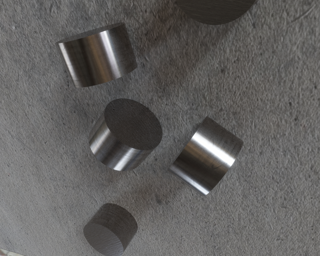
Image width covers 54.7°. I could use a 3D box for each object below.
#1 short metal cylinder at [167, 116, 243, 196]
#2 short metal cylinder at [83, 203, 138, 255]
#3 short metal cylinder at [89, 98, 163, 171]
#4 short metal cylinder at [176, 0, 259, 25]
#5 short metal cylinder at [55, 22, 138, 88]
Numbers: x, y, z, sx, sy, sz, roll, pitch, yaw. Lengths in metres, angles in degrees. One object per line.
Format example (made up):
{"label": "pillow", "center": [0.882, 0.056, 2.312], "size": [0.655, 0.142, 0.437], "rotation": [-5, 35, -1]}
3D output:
{"label": "short metal cylinder", "center": [0.052, 0.032, 0.364], "size": [0.050, 0.080, 0.079], "rotation": [36, 129, 4]}
{"label": "short metal cylinder", "center": [-0.087, 0.181, 0.549], "size": [0.080, 0.050, 0.079], "rotation": [13, 124, 21]}
{"label": "short metal cylinder", "center": [-0.044, 0.008, 0.400], "size": [0.080, 0.080, 0.050], "rotation": [41, 129, 0]}
{"label": "short metal cylinder", "center": [0.055, -0.138, 0.276], "size": [0.080, 0.050, 0.079], "rotation": [13, 124, 21]}
{"label": "short metal cylinder", "center": [-0.072, -0.085, 0.357], "size": [0.080, 0.080, 0.050], "rotation": [-2, 117, 29]}
